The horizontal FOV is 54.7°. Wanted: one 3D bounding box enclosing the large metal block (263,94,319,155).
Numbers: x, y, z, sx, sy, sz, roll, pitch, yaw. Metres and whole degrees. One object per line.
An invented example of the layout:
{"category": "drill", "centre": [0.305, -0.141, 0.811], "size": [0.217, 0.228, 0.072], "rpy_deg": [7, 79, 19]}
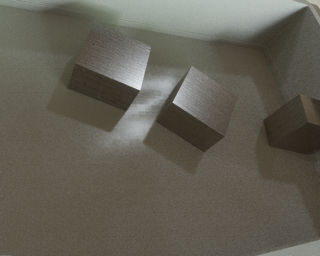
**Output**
{"category": "large metal block", "centre": [0.229, -0.003, 0.495], "size": [0.081, 0.080, 0.050], "rpy_deg": [13, 57, -21]}

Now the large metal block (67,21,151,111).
{"category": "large metal block", "centre": [-0.064, -0.080, 0.403], "size": [0.080, 0.050, 0.080], "rpy_deg": [21, 54, -16]}

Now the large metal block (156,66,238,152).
{"category": "large metal block", "centre": [0.053, -0.027, 0.434], "size": [0.080, 0.050, 0.080], "rpy_deg": [33, 51, -7]}
